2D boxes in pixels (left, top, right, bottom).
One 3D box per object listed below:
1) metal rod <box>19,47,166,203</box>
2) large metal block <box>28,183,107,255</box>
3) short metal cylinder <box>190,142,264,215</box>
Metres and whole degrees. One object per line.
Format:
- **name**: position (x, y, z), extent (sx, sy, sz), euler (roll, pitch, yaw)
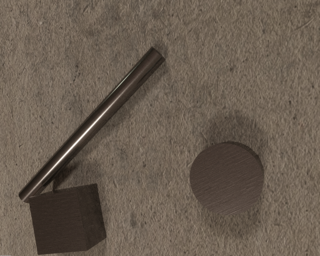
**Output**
- **metal rod**: position (-0.104, 0.004, 0.444), extent (0.299, 0.025, 0.025), euler (-45, 77, 14)
- **large metal block**: position (-0.131, 0.128, 0.440), extent (0.080, 0.050, 0.080), euler (-12, 86, 19)
- **short metal cylinder**: position (0.081, 0.057, 0.367), extent (0.080, 0.050, 0.079), euler (0, 90, 19)
